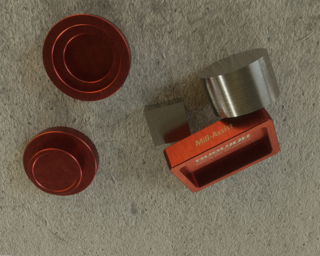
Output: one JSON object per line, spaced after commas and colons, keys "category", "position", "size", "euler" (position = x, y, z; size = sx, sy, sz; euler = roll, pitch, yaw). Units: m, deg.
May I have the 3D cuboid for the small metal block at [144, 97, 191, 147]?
{"category": "small metal block", "position": [0.011, -0.008, 0.407], "size": [0.050, 0.025, 0.050], "euler": [-14, 110, 4]}

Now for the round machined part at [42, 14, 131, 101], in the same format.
{"category": "round machined part", "position": [-0.083, -0.084, 0.369], "size": [0.099, 0.042, 0.097], "euler": [0, 110, -1]}

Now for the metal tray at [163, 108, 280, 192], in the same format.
{"category": "metal tray", "position": [0.081, 0.029, 0.395], "size": [0.130, 0.030, 0.090], "euler": [-28, 142, 9]}

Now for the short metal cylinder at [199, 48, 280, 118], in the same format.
{"category": "short metal cylinder", "position": [0.092, -0.053, 0.362], "size": [0.080, 0.080, 0.050], "euler": [-22, 109, 7]}

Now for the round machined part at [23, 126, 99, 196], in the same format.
{"category": "round machined part", "position": [-0.135, 0.050, 0.417], "size": [0.099, 0.042, 0.097], "euler": [0, 110, -1]}
